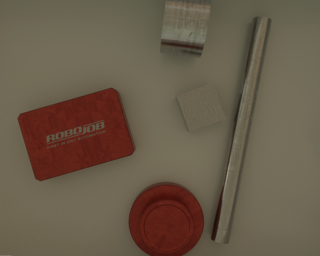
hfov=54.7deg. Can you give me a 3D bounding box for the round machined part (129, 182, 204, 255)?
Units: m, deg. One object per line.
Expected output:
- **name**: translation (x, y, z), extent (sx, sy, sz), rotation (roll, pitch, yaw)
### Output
- **round machined part**: translation (0.008, 0.123, 0.403), extent (0.099, 0.042, 0.097), rotation (0, 90, -1)

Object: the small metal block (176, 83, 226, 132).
- **small metal block**: translation (0.053, -0.027, 0.412), extent (0.050, 0.025, 0.050), rotation (-20, 90, -1)

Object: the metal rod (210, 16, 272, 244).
- **metal rod**: translation (0.108, 0.003, 0.412), extent (0.025, 0.025, 0.298), rotation (11, 90, -1)

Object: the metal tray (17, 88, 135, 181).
- **metal tray**: translation (-0.107, 0.008, 0.408), extent (0.131, 0.030, 0.090), rotation (-16, 90, -1)

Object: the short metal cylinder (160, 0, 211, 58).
- **short metal cylinder**: translation (0.030, -0.130, 0.384), extent (0.050, 0.080, 0.080), rotation (7, 90, 0)
